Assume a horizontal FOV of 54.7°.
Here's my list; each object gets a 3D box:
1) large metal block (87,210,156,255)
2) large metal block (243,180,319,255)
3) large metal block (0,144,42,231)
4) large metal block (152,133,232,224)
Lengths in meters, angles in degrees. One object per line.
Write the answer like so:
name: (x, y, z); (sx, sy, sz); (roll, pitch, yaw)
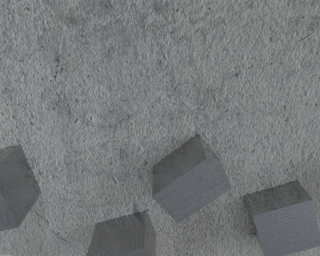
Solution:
large metal block: (-0.052, 0.171, 0.443); (0.080, 0.080, 0.050); (-16, 110, 5)
large metal block: (0.175, 0.132, 0.447); (0.080, 0.050, 0.080); (-18, 109, 6)
large metal block: (-0.209, 0.078, 0.407); (0.050, 0.080, 0.080); (-13, 110, 5)
large metal block: (0.038, 0.062, 0.404); (0.080, 0.080, 0.050); (-37, 106, 12)
